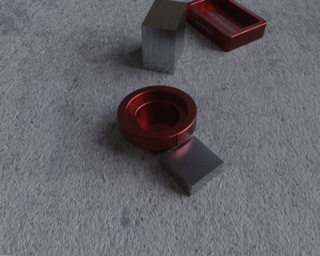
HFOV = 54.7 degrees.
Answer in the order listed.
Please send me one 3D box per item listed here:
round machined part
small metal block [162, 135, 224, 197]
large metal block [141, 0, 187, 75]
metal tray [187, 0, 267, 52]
[{"bbox_3d":[-0.003,-0.008,0.395,0.099,0.042,0.098,-1,45,2],"label":"round machined part"},{"bbox_3d":[0.038,0.044,0.367,0.050,0.025,0.050,-32,57,-24],"label":"small metal block"},{"bbox_3d":[0.008,-0.144,0.489,0.050,0.080,0.080,11,51,9],"label":"large metal block"},{"bbox_3d":[0.116,-0.198,0.567,0.091,0.030,0.130,-26,55,-21],"label":"metal tray"}]
